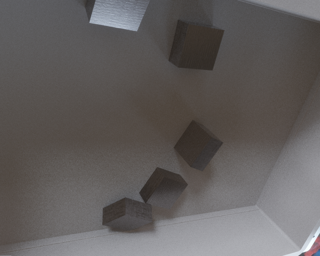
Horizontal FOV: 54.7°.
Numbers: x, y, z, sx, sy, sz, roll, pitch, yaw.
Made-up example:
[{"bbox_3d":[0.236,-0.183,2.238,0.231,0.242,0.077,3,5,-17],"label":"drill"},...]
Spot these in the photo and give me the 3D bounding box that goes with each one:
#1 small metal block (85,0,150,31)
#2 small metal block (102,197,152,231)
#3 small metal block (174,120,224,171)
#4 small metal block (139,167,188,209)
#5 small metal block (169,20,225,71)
[{"bbox_3d":[-0.040,-0.126,0.299,0.050,0.025,0.050,1,142,-29],"label":"small metal block"},{"bbox_3d":[-0.047,0.126,0.448,0.050,0.025,0.050,-32,137,33],"label":"small metal block"},{"bbox_3d":[0.053,0.024,0.439,0.025,0.050,0.050,24,105,-37],"label":"small metal block"},{"bbox_3d":[0.006,0.092,0.471,0.050,0.025,0.050,25,105,-37],"label":"small metal block"},{"bbox_3d":[0.043,-0.099,0.373,0.050,0.025,0.050,-1,119,-28],"label":"small metal block"}]
